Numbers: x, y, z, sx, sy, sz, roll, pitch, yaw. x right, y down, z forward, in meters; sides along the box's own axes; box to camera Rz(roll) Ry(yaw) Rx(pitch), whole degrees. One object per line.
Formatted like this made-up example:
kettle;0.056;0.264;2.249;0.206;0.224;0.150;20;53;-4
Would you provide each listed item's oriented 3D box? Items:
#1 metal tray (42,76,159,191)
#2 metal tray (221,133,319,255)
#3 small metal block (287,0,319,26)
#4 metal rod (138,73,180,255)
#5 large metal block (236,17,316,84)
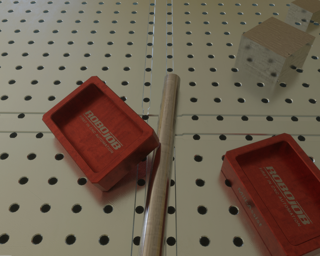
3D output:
metal tray;-0.076;0.002;0.385;0.090;0.030;0.130;-41;60;-10
metal tray;0.139;0.072;0.344;0.091;0.030;0.130;-16;52;-13
small metal block;0.287;-0.230;0.603;0.050;0.025;0.050;-30;56;-23
metal rod;0.003;0.041;0.372;0.025;0.025;0.300;5;50;4
large metal block;0.184;-0.127;0.499;0.080;0.050;0.080;-34;58;-25
